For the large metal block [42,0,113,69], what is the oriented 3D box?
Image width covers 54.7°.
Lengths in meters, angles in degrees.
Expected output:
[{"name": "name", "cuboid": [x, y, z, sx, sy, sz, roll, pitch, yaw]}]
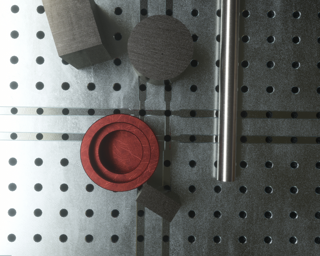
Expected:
[{"name": "large metal block", "cuboid": [-0.100, -0.125, 0.384, 0.050, 0.080, 0.080, -17, 90, 0]}]

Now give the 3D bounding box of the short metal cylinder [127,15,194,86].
[{"name": "short metal cylinder", "cuboid": [0.001, -0.098, 0.401, 0.081, 0.050, 0.079, 0, 90, -1]}]

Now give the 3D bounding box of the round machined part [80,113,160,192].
[{"name": "round machined part", "cuboid": [-0.050, 0.030, 0.404, 0.099, 0.042, 0.097, 0, 90, -1]}]

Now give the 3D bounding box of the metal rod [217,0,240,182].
[{"name": "metal rod", "cuboid": [0.092, -0.079, 0.414, 0.025, 0.025, 0.298, 1, 90, -1]}]

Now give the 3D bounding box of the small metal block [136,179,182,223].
[{"name": "small metal block", "cuboid": [-0.002, 0.091, 0.401, 0.050, 0.050, 0.025, 32, 90, -1]}]
